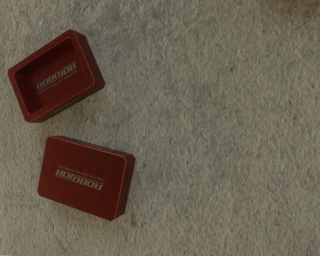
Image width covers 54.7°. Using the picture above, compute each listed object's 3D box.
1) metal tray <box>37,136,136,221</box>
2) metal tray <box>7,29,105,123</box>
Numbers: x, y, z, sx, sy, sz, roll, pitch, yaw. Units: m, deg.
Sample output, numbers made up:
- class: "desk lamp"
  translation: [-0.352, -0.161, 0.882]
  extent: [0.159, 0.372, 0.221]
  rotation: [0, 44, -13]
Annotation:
- class: "metal tray"
  translation: [-0.107, 0.068, 0.443]
  extent: [0.130, 0.030, 0.089]
  rotation: [13, 94, 19]
- class: "metal tray"
  translation: [-0.155, -0.074, 0.459]
  extent: [0.130, 0.030, 0.090]
  rotation: [-26, 82, 17]
